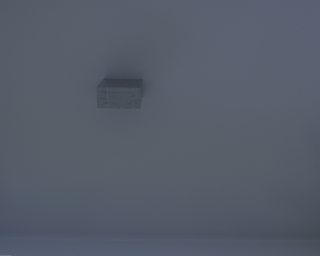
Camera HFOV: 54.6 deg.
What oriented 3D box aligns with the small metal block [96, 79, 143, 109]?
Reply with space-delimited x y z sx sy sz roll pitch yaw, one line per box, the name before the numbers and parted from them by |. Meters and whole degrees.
small metal block | -0.048 -0.043 0.382 0.050 0.050 0.025 1 110 -1
